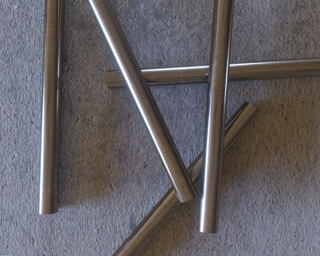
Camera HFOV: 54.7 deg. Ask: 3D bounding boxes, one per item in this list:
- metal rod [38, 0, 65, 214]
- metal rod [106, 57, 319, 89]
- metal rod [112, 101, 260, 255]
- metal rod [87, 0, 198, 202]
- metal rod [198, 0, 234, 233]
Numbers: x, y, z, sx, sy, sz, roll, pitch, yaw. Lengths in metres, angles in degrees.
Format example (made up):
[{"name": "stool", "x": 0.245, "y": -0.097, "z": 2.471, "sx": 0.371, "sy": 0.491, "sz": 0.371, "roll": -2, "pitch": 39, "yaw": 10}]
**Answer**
[{"name": "metal rod", "x": -0.143, "y": -0.039, "z": 0.408, "sx": 0.025, "sy": 0.025, "sz": 0.298, "roll": 2, "pitch": 90, "yaw": 0}, {"name": "metal rod", "x": 0.082, "y": -0.073, "z": 0.410, "sx": 0.302, "sy": 0.025, "sz": 0.025, "roll": -4, "pitch": 90, "yaw": 0}, {"name": "metal rod", "x": 0.024, "y": 0.086, "z": 0.409, "sx": 0.025, "sy": 0.025, "sz": 0.300, "roll": 41, "pitch": 90, "yaw": 0}, {"name": "metal rod", "x": -0.027, "y": -0.050, "z": 0.383, "sx": 0.025, "sy": 0.025, "sz": 0.299, "roll": -25, "pitch": 90, "yaw": 0}, {"name": "metal rod", "x": 0.070, "y": -0.022, "z": 0.384, "sx": 0.025, "sy": 0.025, "sz": 0.298, "roll": 4, "pitch": 90, "yaw": 0}]
